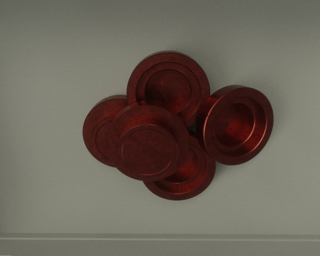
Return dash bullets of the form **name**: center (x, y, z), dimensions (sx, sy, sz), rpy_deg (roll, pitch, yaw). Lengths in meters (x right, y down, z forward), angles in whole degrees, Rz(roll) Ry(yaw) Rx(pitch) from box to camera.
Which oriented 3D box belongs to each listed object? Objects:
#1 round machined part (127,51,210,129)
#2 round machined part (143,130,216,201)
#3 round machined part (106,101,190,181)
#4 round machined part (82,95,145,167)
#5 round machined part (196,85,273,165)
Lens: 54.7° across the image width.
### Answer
- **round machined part**: center (0.010, -0.046, 0.384), dimensions (0.099, 0.042, 0.097), rpy_deg (0, 110, -1)
- **round machined part**: center (0.023, 0.045, 0.417), dimensions (0.099, 0.042, 0.097), rpy_deg (0, 110, -1)
- **round machined part**: center (-0.014, 0.020, 0.361), dimensions (0.099, 0.042, 0.097), rpy_deg (0, 110, -1)
- **round machined part**: center (-0.051, 0.009, 0.401), dimensions (0.099, 0.042, 0.097), rpy_deg (0, 110, -1)
- **round machined part**: center (0.088, -0.006, 0.388), dimensions (0.099, 0.042, 0.097), rpy_deg (-7, 109, -20)
